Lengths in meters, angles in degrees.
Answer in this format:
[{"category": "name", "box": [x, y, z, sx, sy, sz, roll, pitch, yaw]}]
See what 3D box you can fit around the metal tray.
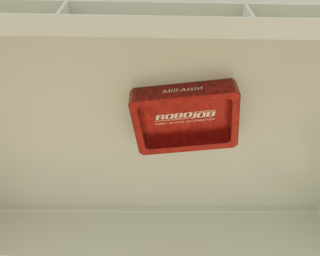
[{"category": "metal tray", "box": [0.032, -0.012, 0.395, 0.131, 0.030, 0.090, -5, 130, 4]}]
